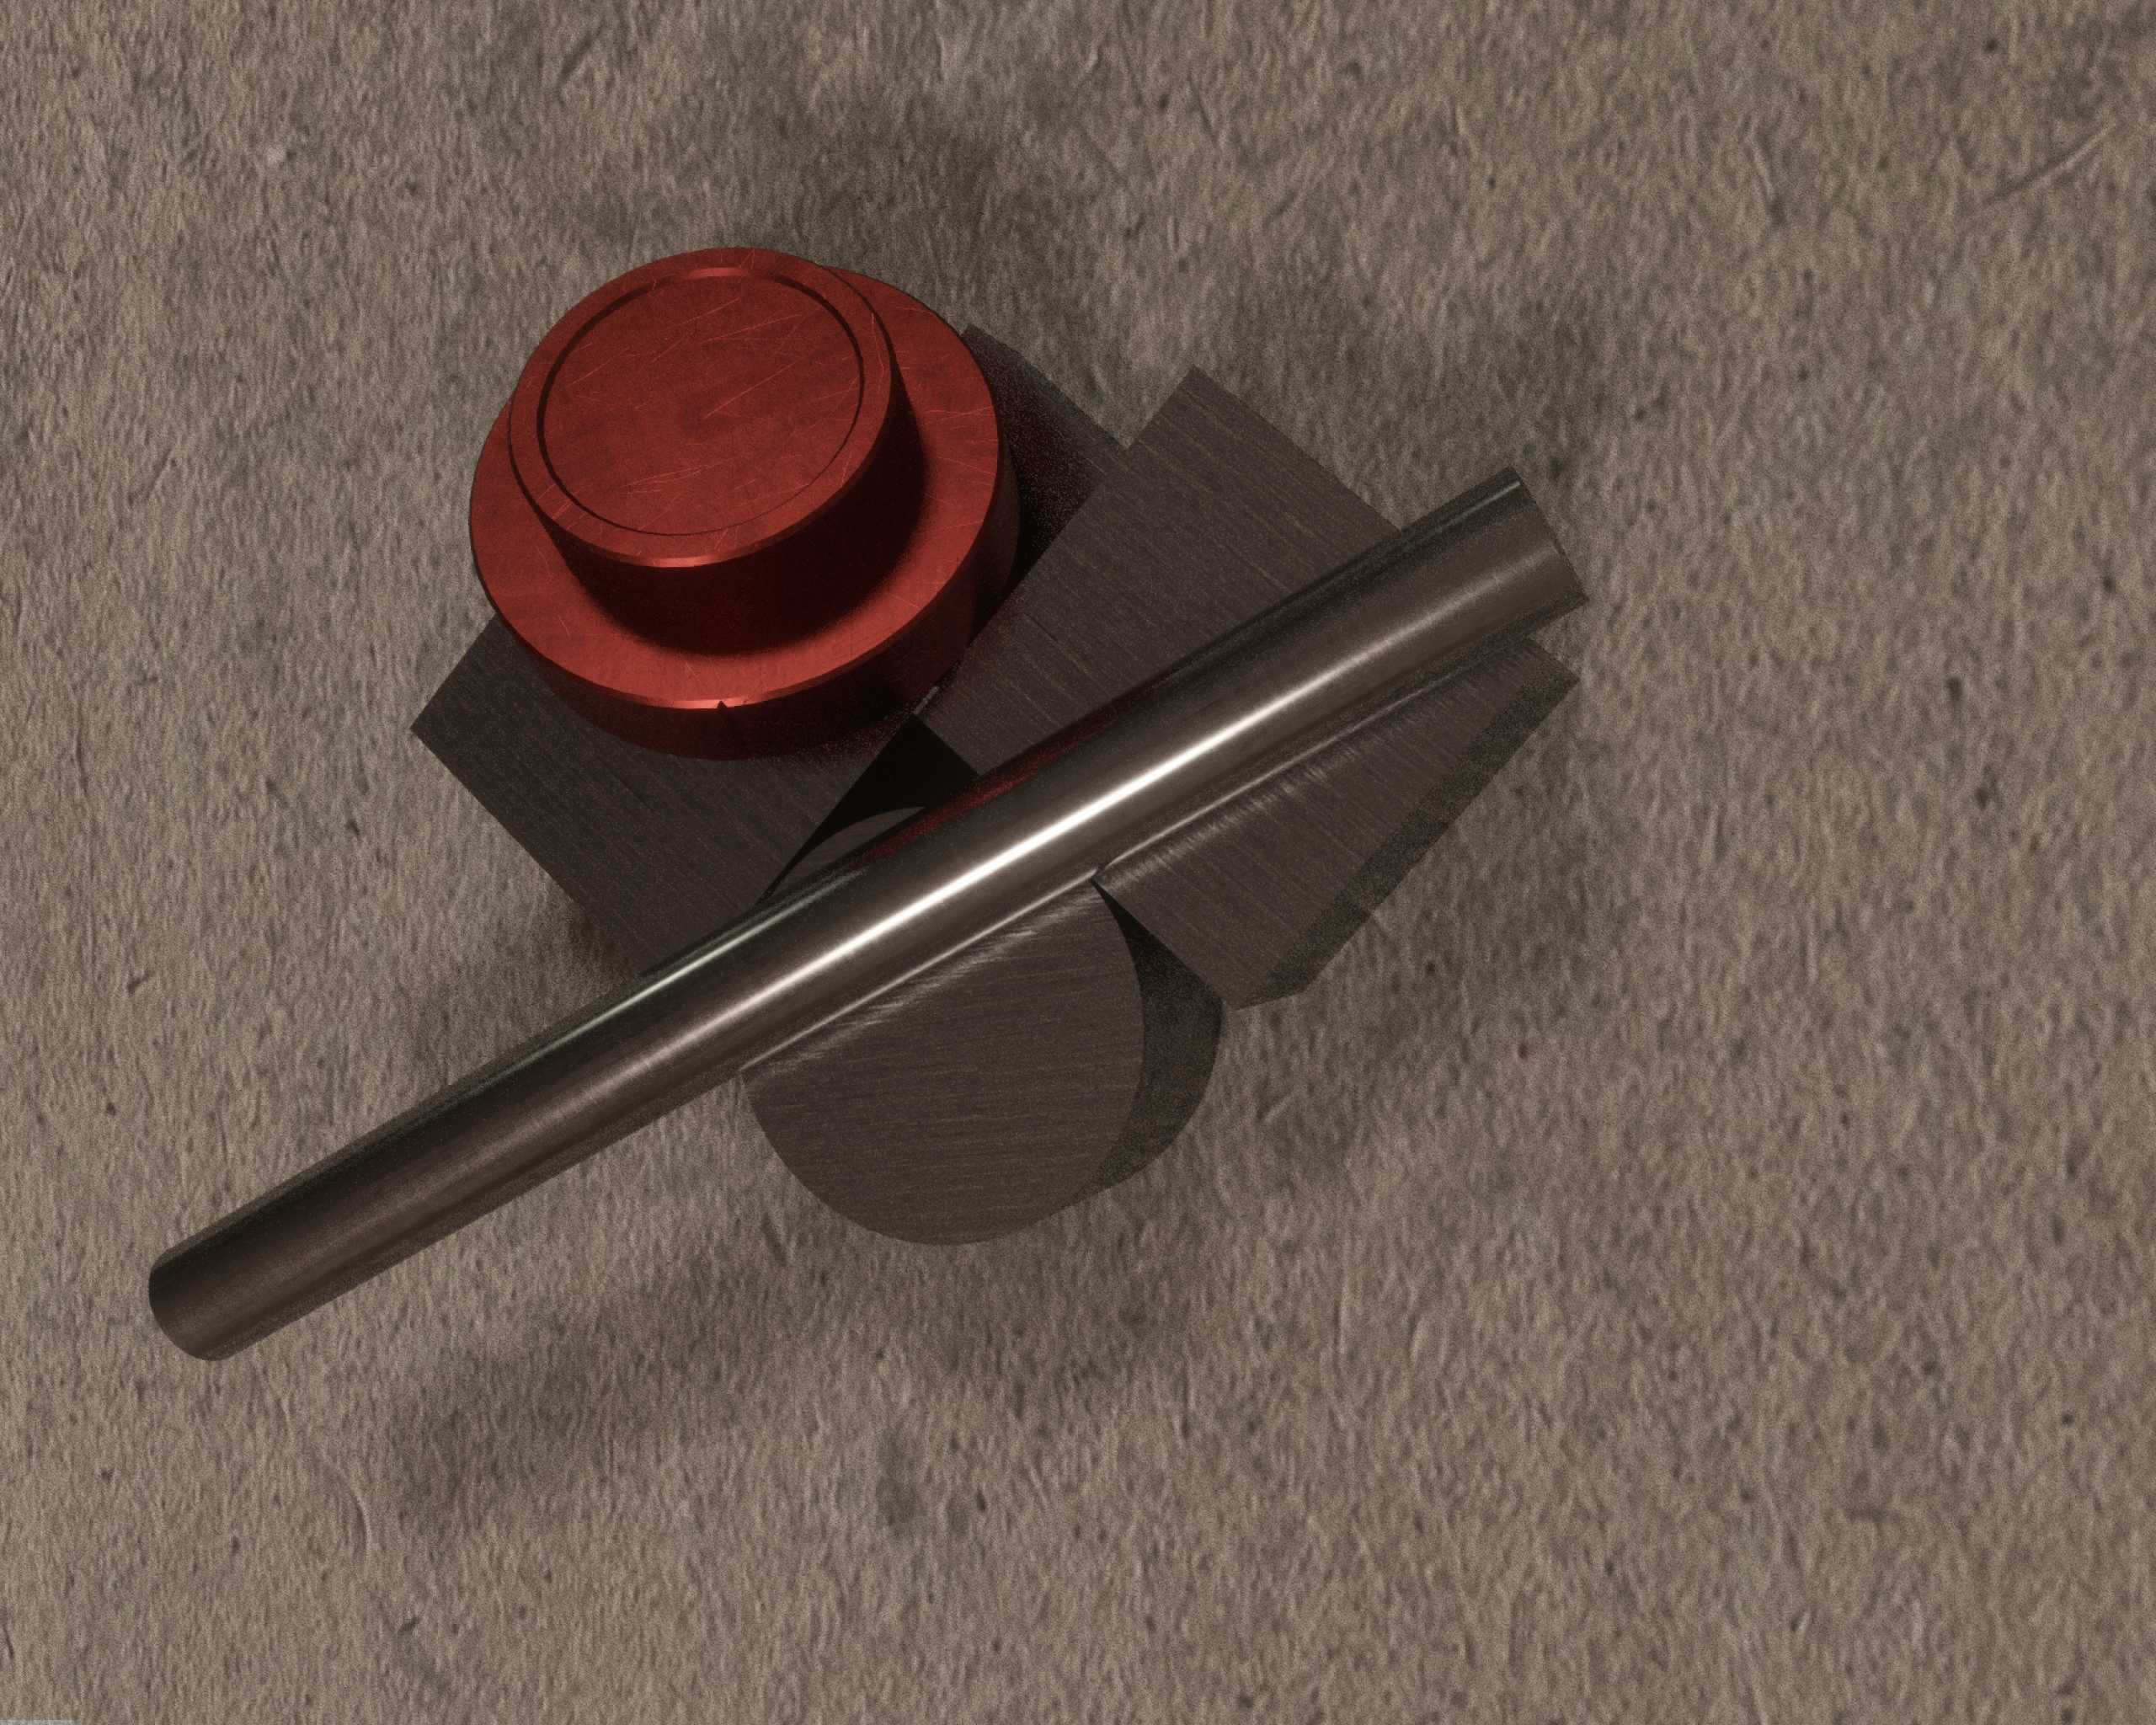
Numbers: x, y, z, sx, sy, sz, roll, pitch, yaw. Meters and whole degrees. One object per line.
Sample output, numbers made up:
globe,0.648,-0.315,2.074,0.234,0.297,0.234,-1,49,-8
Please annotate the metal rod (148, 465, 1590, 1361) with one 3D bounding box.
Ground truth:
metal rod,-0.050,0.018,0.374,0.300,0.025,0.025,-29,81,17

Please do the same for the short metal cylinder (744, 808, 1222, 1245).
short metal cylinder,-0.018,0.029,0.402,0.080,0.050,0.079,0,90,19

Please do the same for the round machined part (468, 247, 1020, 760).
round machined part,-0.062,-0.071,0.375,0.099,0.042,0.098,-3,64,6

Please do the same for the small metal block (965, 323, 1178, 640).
small metal block,-0.015,-0.069,0.414,0.050,0.025,0.050,44,103,14

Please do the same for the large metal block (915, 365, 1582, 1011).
large metal block,0.032,-0.031,0.385,0.080,0.050,0.080,43,103,14

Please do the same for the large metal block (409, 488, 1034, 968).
large metal block,-0.071,-0.029,0.420,0.080,0.050,0.080,44,103,14
